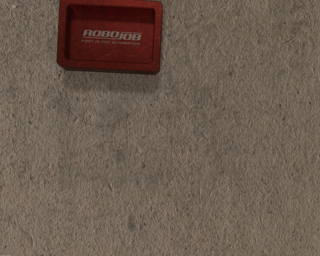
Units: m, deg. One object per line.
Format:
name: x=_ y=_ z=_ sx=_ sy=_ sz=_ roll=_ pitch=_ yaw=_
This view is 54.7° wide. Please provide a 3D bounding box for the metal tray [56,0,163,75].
metal tray: x=-0.064 y=-0.119 z=0.406 sx=0.131 sy=0.030 sz=0.089 roll=3 pitch=90 yaw=-1
